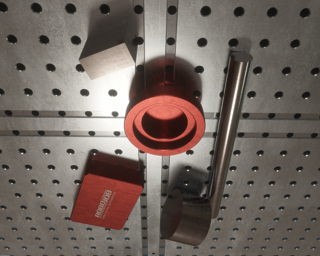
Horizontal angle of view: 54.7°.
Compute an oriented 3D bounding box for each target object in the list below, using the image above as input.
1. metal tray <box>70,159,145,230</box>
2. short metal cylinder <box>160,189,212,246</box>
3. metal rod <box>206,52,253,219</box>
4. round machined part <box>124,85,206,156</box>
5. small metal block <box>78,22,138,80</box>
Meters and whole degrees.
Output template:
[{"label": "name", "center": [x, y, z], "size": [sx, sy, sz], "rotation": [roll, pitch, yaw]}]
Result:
[{"label": "metal tray", "center": [-0.088, 0.113, 0.503], "size": [0.091, 0.030, 0.129], "rotation": [15, 128, -14]}, {"label": "short metal cylinder", "center": [0.040, 0.144, 0.499], "size": [0.050, 0.080, 0.079], "rotation": [20, 127, -17]}, {"label": "metal rod", "center": [0.090, 0.034, 0.442], "size": [0.025, 0.025, 0.298], "rotation": [0, 130, -1]}, {"label": "round machined part", "center": [0.006, -0.013, 0.389], "size": [0.099, 0.042, 0.097], "rotation": [0, 131, 0]}, {"label": "small metal block", "center": [-0.052, -0.081, 0.325], "size": [0.050, 0.050, 0.025], "rotation": [-17, 128, 13]}]
